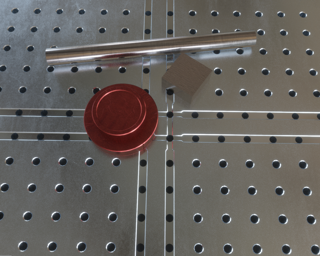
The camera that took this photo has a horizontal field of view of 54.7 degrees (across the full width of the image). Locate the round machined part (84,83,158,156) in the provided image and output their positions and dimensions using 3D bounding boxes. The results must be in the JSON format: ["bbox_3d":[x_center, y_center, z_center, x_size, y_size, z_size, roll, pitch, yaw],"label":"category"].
[{"bbox_3d":[-0.051,-0.016,0.408,0.099,0.042,0.098,0,70,0],"label":"round machined part"}]

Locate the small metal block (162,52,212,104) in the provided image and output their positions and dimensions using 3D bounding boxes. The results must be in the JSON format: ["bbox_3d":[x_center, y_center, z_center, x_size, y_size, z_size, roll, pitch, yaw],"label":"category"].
[{"bbox_3d":[0.037,-0.070,0.438,0.050,0.025,0.050,34,73,11],"label":"small metal block"}]

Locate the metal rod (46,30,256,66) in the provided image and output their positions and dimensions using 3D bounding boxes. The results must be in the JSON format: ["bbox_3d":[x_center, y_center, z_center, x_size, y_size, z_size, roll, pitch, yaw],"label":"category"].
[{"bbox_3d":[-0.011,-0.118,0.454,0.302,0.025,0.025,-6,70,-3],"label":"metal rod"}]
